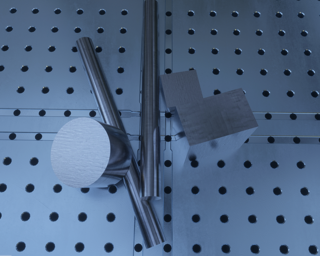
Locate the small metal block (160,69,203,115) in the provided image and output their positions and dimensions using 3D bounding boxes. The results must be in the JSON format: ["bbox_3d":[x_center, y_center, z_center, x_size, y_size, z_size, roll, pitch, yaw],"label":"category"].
[{"bbox_3d":[0.029,-0.050,0.430,0.050,0.025,0.050,-10,70,-4],"label":"small metal block"}]

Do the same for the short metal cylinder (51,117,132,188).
[{"bbox_3d":[-0.081,0.031,0.371,0.080,0.050,0.080,-4,78,21],"label":"short metal cylinder"}]

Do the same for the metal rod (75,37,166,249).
[{"bbox_3d":[-0.058,0.005,0.408,0.025,0.025,0.299,-20,71,-7],"label":"metal rod"}]

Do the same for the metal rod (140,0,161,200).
[{"bbox_3d":[-0.013,-0.055,0.419,0.025,0.025,0.299,0,66,-1],"label":"metal rod"}]

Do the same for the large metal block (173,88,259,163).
[{"bbox_3d":[0.063,0.000,0.383,0.081,0.080,0.050,-16,71,-6],"label":"large metal block"}]
